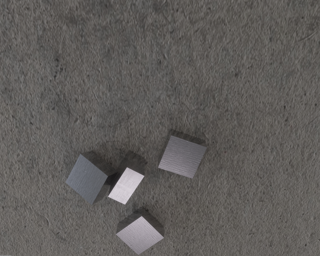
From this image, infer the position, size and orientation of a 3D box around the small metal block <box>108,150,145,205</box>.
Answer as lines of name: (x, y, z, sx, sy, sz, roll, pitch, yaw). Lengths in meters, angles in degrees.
small metal block: (-0.044, 0.066, 0.420, 0.025, 0.050, 0.050, 29, 107, -13)

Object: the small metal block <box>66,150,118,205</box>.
small metal block: (-0.093, 0.067, 0.423, 0.050, 0.025, 0.050, 36, 108, 16)

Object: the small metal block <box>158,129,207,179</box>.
small metal block: (0.030, 0.035, 0.423, 0.050, 0.025, 0.050, 19, 109, -7)

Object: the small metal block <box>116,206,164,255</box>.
small metal block: (-0.029, 0.154, 0.466, 0.050, 0.025, 0.050, -38, 106, 12)
